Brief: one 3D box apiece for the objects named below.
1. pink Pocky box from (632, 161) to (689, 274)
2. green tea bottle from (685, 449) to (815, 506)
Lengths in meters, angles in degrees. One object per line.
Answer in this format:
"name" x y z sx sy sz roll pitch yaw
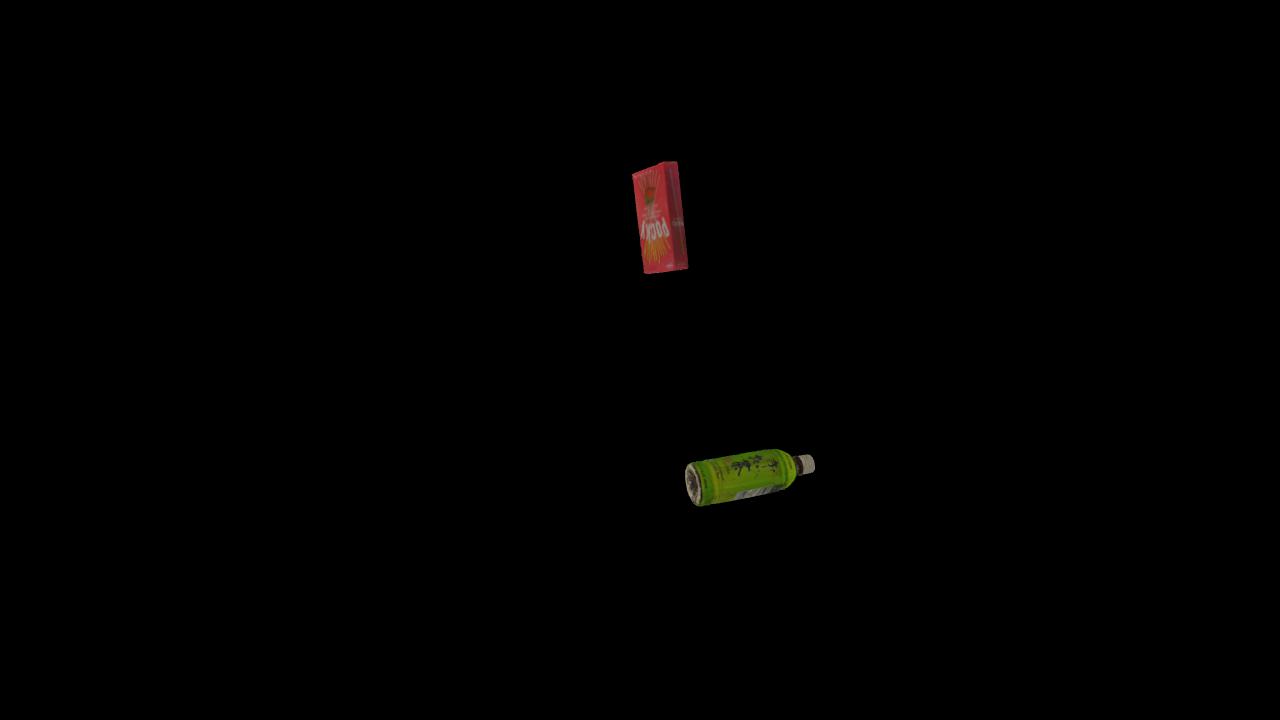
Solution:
"pink Pocky box" 0.030 -0.208 0.915 0.029 0.155 0.084 -12 9 -32
"green tea bottle" 0.180 0.183 0.985 0.212 0.073 0.073 -5 2 -17
